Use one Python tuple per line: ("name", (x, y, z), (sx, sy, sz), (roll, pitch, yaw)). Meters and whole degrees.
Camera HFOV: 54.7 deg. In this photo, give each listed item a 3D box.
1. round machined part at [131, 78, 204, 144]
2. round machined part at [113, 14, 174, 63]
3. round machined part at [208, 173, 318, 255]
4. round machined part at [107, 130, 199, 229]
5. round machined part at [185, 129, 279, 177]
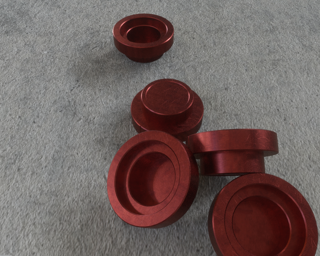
("round machined part", (0.010, -0.029, 0.416), (0.099, 0.042, 0.098), (0, 50, 0))
("round machined part", (-0.027, -0.145, 0.514), (0.099, 0.042, 0.098), (0, 50, 0))
("round machined part", (0.095, 0.096, 0.301), (0.099, 0.042, 0.098), (2, 66, -5))
("round machined part", (-0.004, 0.055, 0.326), (0.098, 0.042, 0.098), (-12, 66, 27))
("round machined part", (0.078, 0.031, 0.339), (0.099, 0.098, 0.042), (-1, 79, -1))
